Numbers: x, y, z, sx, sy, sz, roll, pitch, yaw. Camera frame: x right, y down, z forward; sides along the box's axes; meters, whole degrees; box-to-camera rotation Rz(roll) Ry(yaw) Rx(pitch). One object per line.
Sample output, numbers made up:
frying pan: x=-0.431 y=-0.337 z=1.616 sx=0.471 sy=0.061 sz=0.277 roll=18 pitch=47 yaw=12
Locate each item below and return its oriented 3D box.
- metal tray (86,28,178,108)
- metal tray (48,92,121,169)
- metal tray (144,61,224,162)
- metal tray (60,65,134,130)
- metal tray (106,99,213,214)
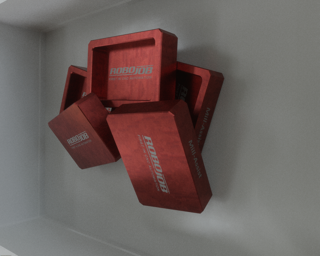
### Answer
metal tray: x=-0.040 y=-0.070 z=0.393 sx=0.130 sy=0.030 sz=0.089 roll=5 pitch=93 yaw=39
metal tray: x=-0.104 y=0.010 z=0.441 sx=0.130 sy=0.030 sz=0.090 roll=-19 pitch=108 yaw=54
metal tray: x=0.017 y=-0.016 z=0.385 sx=0.090 sy=0.030 sz=0.129 roll=24 pitch=105 yaw=37
metal tray: x=-0.101 y=-0.039 z=0.480 sx=0.130 sy=0.030 sz=0.089 roll=25 pitch=106 yaw=37
metal tray: x=0.001 y=0.034 z=0.357 sx=0.090 sy=0.030 sz=0.129 roll=-2 pitch=118 yaw=34
